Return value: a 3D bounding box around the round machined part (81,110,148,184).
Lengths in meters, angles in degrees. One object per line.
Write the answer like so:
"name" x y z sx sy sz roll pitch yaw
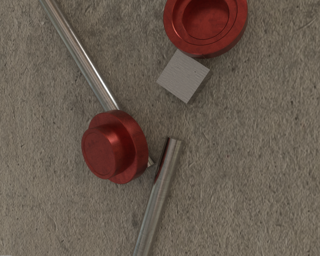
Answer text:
"round machined part" -0.065 0.028 0.402 0.098 0.042 0.097 16 115 38

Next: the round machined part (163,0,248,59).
"round machined part" 0.057 -0.132 0.378 0.098 0.042 0.097 -1 87 18

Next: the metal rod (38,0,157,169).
"metal rod" -0.094 -0.071 0.441 0.025 0.025 0.299 -35 79 16

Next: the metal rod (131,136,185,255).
"metal rod" -0.021 0.156 0.416 0.025 0.025 0.298 18 96 19

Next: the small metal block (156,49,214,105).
"small metal block" 0.032 -0.065 0.398 0.050 0.025 0.050 37 102 16
